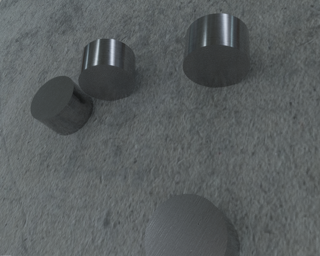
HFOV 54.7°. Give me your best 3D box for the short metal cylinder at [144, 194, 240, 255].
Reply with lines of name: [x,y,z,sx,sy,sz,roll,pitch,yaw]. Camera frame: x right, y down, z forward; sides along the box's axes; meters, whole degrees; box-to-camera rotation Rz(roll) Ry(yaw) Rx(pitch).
short metal cylinder: [0.032,0.111,0.302,0.080,0.050,0.080,-13,56,20]

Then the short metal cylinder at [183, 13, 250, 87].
short metal cylinder: [0.071,-0.095,0.389,0.080,0.080,0.050,-7,59,24]

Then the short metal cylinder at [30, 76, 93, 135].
short metal cylinder: [-0.153,-0.035,0.487,0.080,0.050,0.080,-13,56,20]

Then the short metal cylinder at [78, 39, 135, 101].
short metal cylinder: [-0.077,-0.085,0.459,0.080,0.080,0.050,-15,56,19]
